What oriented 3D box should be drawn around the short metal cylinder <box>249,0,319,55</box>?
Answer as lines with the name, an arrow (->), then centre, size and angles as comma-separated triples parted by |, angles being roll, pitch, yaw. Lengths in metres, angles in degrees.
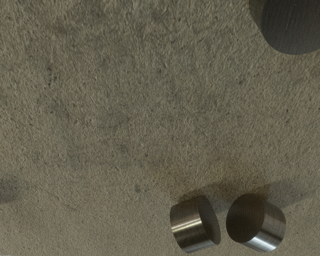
short metal cylinder -> 0.130, -0.117, 0.292 | 0.081, 0.050, 0.079 | 0, 130, 0

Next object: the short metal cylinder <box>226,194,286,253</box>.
short metal cylinder -> 0.154, 0.154, 0.503 | 0.050, 0.080, 0.080 | 30, 124, -23

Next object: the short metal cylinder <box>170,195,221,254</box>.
short metal cylinder -> 0.058, 0.156, 0.505 | 0.050, 0.080, 0.080 | -26, 126, 20
